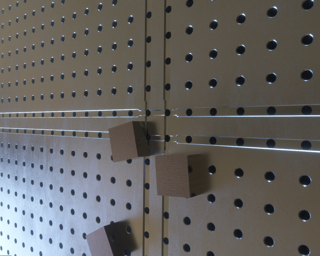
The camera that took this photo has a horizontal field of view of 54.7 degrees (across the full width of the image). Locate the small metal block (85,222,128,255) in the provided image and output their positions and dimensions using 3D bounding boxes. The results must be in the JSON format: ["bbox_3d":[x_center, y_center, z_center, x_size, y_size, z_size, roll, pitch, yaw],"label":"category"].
[{"bbox_3d":[-0.083,0.180,0.475,0.050,0.025,0.050,-36,68,34],"label":"small metal block"}]

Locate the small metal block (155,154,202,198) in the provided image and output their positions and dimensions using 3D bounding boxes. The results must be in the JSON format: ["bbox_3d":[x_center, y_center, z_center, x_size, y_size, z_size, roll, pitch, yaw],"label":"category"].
[{"bbox_3d":[0.022,0.059,0.389,0.050,0.025,0.050,-6,86,39],"label":"small metal block"}]

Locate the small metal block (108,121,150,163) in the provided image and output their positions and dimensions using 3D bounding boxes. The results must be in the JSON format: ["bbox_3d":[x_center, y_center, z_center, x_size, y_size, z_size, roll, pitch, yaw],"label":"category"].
[{"bbox_3d":[-0.045,0.020,0.444,0.050,0.025,0.050,-16,80,38],"label":"small metal block"}]
